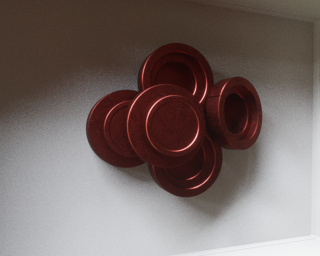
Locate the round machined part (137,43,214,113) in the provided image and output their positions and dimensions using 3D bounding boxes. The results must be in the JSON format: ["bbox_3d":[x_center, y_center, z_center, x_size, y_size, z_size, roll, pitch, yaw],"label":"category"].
[{"bbox_3d":[0.017,-0.058,0.407,0.099,0.042,0.097,0,90,-21],"label":"round machined part"}]

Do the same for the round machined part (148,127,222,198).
[{"bbox_3d":[0.030,0.039,0.412,0.099,0.042,0.097,0,90,-21],"label":"round machined part"}]

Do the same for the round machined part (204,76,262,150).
[{"bbox_3d":[0.095,-0.019,0.425,0.099,0.042,0.097,3,86,-41],"label":"round machined part"}]

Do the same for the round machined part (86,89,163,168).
[{"bbox_3d":[-0.039,0.001,0.384,0.099,0.042,0.097,0,90,-21],"label":"round machined part"}]

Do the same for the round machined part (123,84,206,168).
[{"bbox_3d":[0.010,-0.003,0.358,0.099,0.042,0.097,0,90,-21],"label":"round machined part"}]
